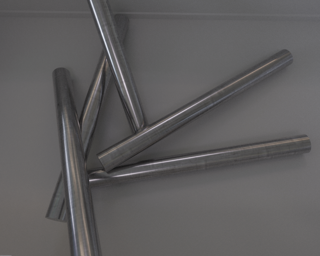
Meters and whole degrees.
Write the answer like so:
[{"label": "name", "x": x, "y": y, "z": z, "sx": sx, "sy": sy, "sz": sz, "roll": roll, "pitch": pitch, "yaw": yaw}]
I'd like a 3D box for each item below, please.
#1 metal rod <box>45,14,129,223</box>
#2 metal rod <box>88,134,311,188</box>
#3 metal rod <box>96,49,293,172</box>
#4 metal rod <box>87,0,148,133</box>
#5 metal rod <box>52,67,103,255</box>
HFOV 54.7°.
[{"label": "metal rod", "x": -0.086, "y": -0.032, "z": 0.403, "sx": 0.025, "sy": 0.025, "sz": 0.300, "roll": 10, "pitch": 64, "yaw": 3}, {"label": "metal rod", "x": 0.041, "y": 0.043, "z": 0.393, "sx": 0.302, "sy": 0.025, "sz": 0.025, "roll": -9, "pitch": 70, "yaw": -4}, {"label": "metal rod", "x": 0.056, "y": -0.030, "z": 0.409, "sx": 0.302, "sy": 0.025, "sz": 0.025, "roll": -30, "pitch": 73, "yaw": -15}, {"label": "metal rod", "x": -0.068, "y": -0.132, "z": 0.379, "sx": 0.025, "sy": 0.025, "sz": 0.298, "roll": -19, "pitch": 102, "yaw": -7}, {"label": "metal rod", "x": -0.095, "y": 0.025, "z": 0.336, "sx": 0.025, "sy": 0.025, "sz": 0.300, "roll": -18, "pitch": 47, "yaw": -6}]
